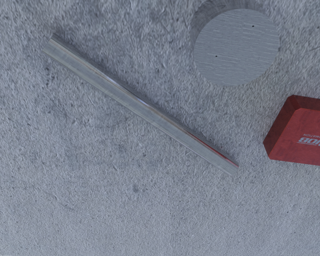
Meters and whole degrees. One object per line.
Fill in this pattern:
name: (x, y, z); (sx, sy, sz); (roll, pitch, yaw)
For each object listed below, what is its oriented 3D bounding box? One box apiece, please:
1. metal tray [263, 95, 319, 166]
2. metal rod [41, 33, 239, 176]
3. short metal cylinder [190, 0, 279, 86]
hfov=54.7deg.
metal tray: (0.219, 0.009, 0.415); (0.131, 0.030, 0.089); (8, 130, -7)
metal rod: (-0.006, -0.016, 0.393); (0.301, 0.025, 0.025); (34, 122, -26)
short metal cylinder: (0.072, -0.090, 0.315); (0.081, 0.050, 0.079); (0, 130, 0)
